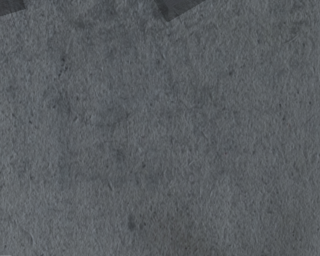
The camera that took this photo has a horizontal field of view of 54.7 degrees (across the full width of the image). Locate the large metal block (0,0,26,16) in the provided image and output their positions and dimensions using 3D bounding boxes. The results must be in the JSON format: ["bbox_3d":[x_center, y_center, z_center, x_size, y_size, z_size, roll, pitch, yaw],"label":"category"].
[{"bbox_3d":[-0.232,-0.188,0.394,0.080,0.050,0.080,-17,90,-1],"label":"large metal block"}]

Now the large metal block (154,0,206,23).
[{"bbox_3d":[0.024,-0.198,0.398,0.080,0.050,0.080,-31,90,0],"label":"large metal block"}]
